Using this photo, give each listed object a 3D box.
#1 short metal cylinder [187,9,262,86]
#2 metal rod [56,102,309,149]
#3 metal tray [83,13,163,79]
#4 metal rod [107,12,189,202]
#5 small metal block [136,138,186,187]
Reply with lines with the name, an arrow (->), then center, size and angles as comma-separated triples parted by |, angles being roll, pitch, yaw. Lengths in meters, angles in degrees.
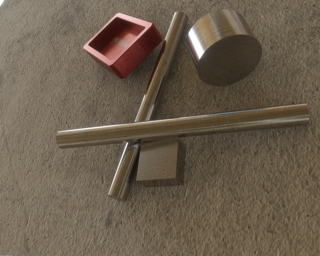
short metal cylinder -> 0.079, -0.099, 0.388 | 0.080, 0.080, 0.050 | -24, 53, 13
metal rod -> 0.013, 0.000, 0.372 | 0.301, 0.025, 0.025 | -6, 59, 16
metal tray -> -0.064, -0.137, 0.503 | 0.090, 0.030, 0.130 | -46, 40, -4
metal rod -> -0.010, -0.045, 0.436 | 0.025, 0.025, 0.300 | 4, 64, 30
small metal block -> 0.002, 0.043, 0.376 | 0.050, 0.025, 0.050 | -8, 58, 24
